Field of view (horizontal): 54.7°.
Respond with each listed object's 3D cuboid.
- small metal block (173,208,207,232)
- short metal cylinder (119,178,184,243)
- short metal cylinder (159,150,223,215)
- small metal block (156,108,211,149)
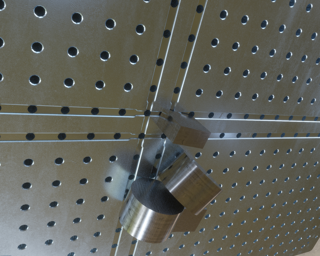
[{"bbox_3d":[0.045,0.149,0.528,0.050,0.025,0.050,12,112,-34],"label":"small metal block"},{"bbox_3d":[-0.012,0.115,0.440,0.081,0.080,0.050,10,113,-33],"label":"short metal cylinder"},{"bbox_3d":[0.044,0.078,0.448,0.050,0.080,0.080,-45,129,3],"label":"short metal cylinder"},{"bbox_3d":[0.031,0.001,0.412,0.050,0.050,0.025,12,112,-34],"label":"small metal block"}]
